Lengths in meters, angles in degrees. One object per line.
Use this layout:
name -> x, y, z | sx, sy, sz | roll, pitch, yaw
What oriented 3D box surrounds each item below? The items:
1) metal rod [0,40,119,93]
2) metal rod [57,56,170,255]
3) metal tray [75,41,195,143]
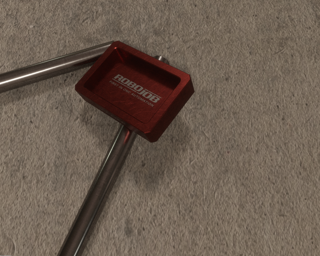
metal rod -> -0.205, -0.067, 0.429 | 0.302, 0.025, 0.025 | -19, 71, -7
metal rod -> -0.055, 0.035, 0.394 | 0.025, 0.025, 0.300 | 21, 71, 7
metal tray -> -0.034, -0.051, 0.398 | 0.130, 0.030, 0.090 | 31, 76, 26
